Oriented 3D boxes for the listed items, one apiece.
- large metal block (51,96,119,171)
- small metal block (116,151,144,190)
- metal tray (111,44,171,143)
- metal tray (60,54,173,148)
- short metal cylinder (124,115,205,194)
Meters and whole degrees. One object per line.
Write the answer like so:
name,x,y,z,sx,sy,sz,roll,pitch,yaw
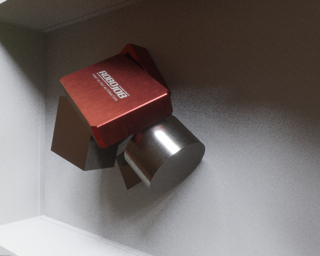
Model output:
large metal block,-0.101,0.005,0.427,0.080,0.050,0.079,21,103,37
small metal block,-0.029,0.051,0.427,0.050,0.025,0.050,-35,68,34
metal tray,-0.053,-0.043,0.443,0.129,0.030,0.090,-41,66,32
metal tray,-0.056,-0.039,0.368,0.130,0.091,0.030,45,156,46
short metal cylinder,0.006,0.031,0.363,0.050,0.081,0.080,47,118,29
